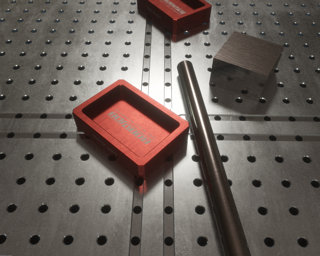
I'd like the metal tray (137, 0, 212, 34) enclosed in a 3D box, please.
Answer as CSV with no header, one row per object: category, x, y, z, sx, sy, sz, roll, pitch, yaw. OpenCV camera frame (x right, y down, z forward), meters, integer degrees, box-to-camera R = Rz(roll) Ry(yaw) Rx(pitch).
metal tray,0.026,-0.239,0.605,0.091,0.030,0.130,-28,56,-22

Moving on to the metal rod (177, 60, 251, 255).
metal rod,0.058,0.017,0.393,0.025,0.025,0.300,-5,50,-5

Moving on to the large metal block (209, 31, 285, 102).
large metal block,0.132,-0.096,0.474,0.080,0.050,0.080,25,54,19

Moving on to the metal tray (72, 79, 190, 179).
metal tray,-0.038,-0.004,0.407,0.130,0.030,0.090,35,58,25
